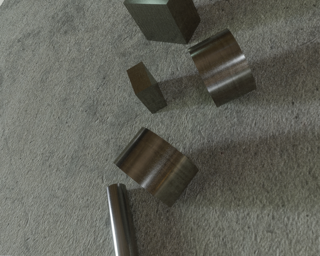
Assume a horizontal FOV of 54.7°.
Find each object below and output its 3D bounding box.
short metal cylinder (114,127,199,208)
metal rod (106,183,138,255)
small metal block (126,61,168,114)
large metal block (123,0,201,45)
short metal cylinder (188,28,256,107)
[{"bbox_3d":[-0.004,0.043,0.344,0.080,0.080,0.050,32,80,38],"label":"short metal cylinder"},{"bbox_3d":[-0.021,0.191,0.297,0.025,0.025,0.299,-25,53,12],"label":"metal rod"},{"bbox_3d":[-0.018,-0.056,0.432,0.025,0.050,0.050,-29,52,10],"label":"small metal block"},{"bbox_3d":[0.005,-0.178,0.475,0.080,0.080,0.050,17,71,35],"label":"large metal block"},{"bbox_3d":[0.074,-0.071,0.373,0.050,0.080,0.080,-26,53,12],"label":"short metal cylinder"}]
